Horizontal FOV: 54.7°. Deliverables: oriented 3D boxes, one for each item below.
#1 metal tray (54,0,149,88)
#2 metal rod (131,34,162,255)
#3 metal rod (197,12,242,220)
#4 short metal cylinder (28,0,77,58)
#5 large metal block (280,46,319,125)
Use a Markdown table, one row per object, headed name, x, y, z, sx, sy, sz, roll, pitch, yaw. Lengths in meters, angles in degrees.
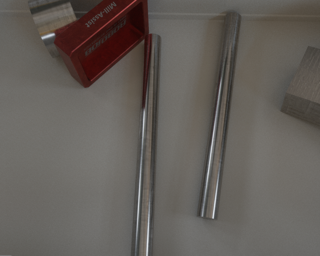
| name | x | y | z | sx | sy | sz | roll | pitch | yaw |
| --- | --- | --- | --- | --- | --- | --- | --- | --- | --- |
| metal tray | -0.071 | -0.123 | 0.419 | 0.030 | 0.090 | 0.130 | 42 | 75 | 13 |
| metal rod | -0.016 | 0.008 | 0.406 | 0.025 | 0.025 | 0.299 | 2 | 70 | 0 |
| metal rod | 0.084 | -0.030 | 0.421 | 0.025 | 0.025 | 0.299 | 10 | 70 | 3 |
| short metal cylinder | -0.141 | -0.144 | 0.431 | 0.050 | 0.080 | 0.080 | -21 | 72 | -8 |
| large metal block | 0.218 | -0.052 | 0.409 | 0.080 | 0.050 | 0.080 | 24 | 71 | 22 |
